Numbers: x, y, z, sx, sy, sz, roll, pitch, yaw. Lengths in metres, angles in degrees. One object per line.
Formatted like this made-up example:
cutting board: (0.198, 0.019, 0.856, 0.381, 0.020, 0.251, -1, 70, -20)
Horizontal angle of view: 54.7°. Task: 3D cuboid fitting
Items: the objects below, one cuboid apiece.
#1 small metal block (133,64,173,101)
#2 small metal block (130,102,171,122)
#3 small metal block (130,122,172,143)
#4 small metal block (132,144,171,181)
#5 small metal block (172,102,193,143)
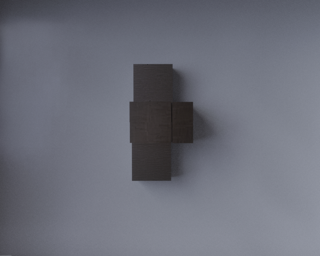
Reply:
small metal block: (-0.009, -0.057, 0.409, 0.050, 0.025, 0.050, 0, 90, 0)
small metal block: (-0.011, -0.019, 0.397, 0.050, 0.050, 0.025, 0, 90, 0)
small metal block: (-0.011, 0.005, 0.397, 0.050, 0.050, 0.025, 0, 90, 0)
small metal block: (-0.011, 0.043, 0.409, 0.050, 0.025, 0.050, 0, 90, 0)
small metal block: (0.027, -0.007, 0.397, 0.025, 0.050, 0.050, 0, 90, 0)
